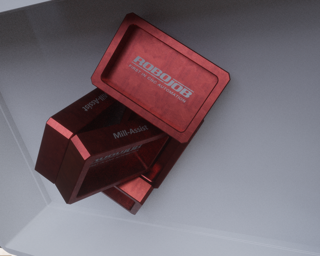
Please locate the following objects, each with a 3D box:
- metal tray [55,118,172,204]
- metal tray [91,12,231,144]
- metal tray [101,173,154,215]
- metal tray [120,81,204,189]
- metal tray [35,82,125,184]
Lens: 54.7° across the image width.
[{"bbox_3d":[-0.050,0.034,0.369,0.030,0.131,0.089,50,132,23],"label":"metal tray"},{"bbox_3d":[0.000,-0.055,0.346,0.130,0.030,0.090,34,103,5],"label":"metal tray"},{"bbox_3d":[-0.078,0.075,0.466,0.130,0.030,0.090,34,153,5],"label":"metal tray"},{"bbox_3d":[-0.011,0.014,0.416,0.090,0.030,0.129,34,129,5],"label":"metal tray"},{"bbox_3d":[-0.090,-0.001,0.382,0.030,0.131,0.089,35,129,6],"label":"metal tray"}]
